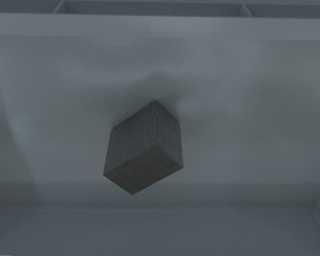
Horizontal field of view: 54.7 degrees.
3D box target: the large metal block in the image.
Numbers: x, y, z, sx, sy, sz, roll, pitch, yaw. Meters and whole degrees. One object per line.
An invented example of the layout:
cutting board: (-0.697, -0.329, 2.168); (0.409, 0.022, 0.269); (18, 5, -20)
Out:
large metal block: (-0.020, 0.025, 0.390); (0.080, 0.080, 0.050); (-32, 123, 24)
